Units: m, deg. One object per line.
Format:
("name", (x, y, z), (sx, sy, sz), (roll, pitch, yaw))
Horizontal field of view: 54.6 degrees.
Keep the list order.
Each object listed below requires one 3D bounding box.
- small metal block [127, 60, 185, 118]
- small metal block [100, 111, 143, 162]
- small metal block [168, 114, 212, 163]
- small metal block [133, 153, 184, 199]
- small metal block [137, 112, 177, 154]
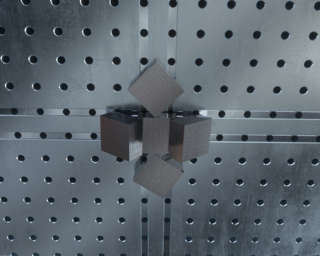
("small metal block", (-0.005, -0.050, 0.395), (0.050, 0.025, 0.050), (-42, 104, 13))
("small metal block", (-0.050, 0.010, 0.403), (0.050, 0.025, 0.050), (17, 115, 33))
("small metal block", (0.039, 0.012, 0.403), (0.050, 0.025, 0.050), (-14, 116, -39))
("small metal block", (-0.002, 0.063, 0.436), (0.050, 0.025, 0.050), (33, 107, -10))
("small metal block", (-0.004, 0.006, 0.415), (0.050, 0.025, 0.050), (1, 109, -1))
